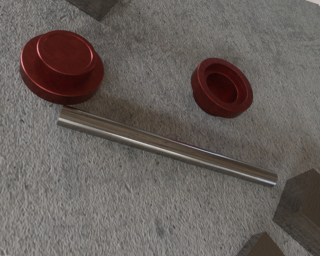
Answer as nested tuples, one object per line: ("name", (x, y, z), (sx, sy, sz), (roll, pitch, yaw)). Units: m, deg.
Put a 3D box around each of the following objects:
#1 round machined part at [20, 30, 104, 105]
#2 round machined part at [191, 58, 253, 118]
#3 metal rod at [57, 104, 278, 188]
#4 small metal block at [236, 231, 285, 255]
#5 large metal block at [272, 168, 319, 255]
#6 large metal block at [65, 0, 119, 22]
("round machined part", (-0.116, -0.080, 0.379), (0.099, 0.042, 0.098), (14, 56, -21))
("round machined part", (0.090, -0.057, 0.476), (0.099, 0.042, 0.098), (14, 56, -21))
("metal rod", (0.023, 0.029, 0.398), (0.302, 0.025, 0.025), (18, 55, -18))
("small metal block", (0.123, 0.162, 0.371), (0.050, 0.025, 0.050), (-31, 79, -38))
("large metal block", (0.216, 0.118, 0.432), (0.080, 0.050, 0.080), (41, 51, 0))
("large metal block", (-0.102, -0.221, 0.468), (0.080, 0.050, 0.080), (31, 52, -8))
